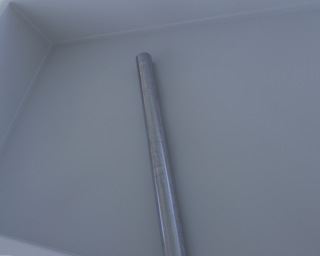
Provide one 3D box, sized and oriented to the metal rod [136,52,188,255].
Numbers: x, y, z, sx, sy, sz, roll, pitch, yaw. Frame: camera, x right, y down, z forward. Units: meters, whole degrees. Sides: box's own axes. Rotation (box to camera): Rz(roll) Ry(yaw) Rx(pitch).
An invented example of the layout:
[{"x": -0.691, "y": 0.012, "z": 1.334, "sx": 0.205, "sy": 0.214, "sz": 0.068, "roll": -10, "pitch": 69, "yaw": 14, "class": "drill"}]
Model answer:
[{"x": -0.005, "y": 0.013, "z": 0.398, "sx": 0.025, "sy": 0.025, "sz": 0.299, "roll": -21, "pitch": 54, "yaw": 15, "class": "metal rod"}]
